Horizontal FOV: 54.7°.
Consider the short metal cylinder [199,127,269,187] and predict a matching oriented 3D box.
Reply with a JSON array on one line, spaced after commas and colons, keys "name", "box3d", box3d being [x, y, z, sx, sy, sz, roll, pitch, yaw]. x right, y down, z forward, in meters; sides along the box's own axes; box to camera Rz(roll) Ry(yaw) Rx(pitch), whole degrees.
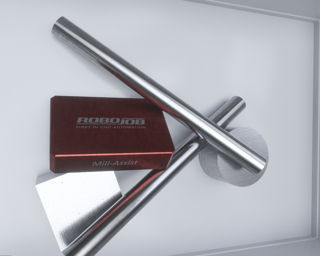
[{"name": "short metal cylinder", "box3d": [0.103, 0.038, 0.434, 0.081, 0.050, 0.079, 0, 90, -21]}]

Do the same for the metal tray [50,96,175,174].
[{"name": "metal tray", "box3d": [-0.057, 0.005, 0.356, 0.131, 0.030, 0.090, 0, 46, -19]}]

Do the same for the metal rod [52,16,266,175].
[{"name": "metal rod", "box3d": [0.003, -0.037, 0.380, 0.301, 0.025, 0.025, 35, 78, -5]}]

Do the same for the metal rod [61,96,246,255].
[{"name": "metal rod", "box3d": [0.013, 0.047, 0.376, 0.302, 0.025, 0.025, -39, 103, -30]}]

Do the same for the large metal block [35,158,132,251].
[{"name": "large metal block", "box3d": [-0.089, 0.083, 0.360, 0.081, 0.050, 0.080, -20, 97, -19]}]
